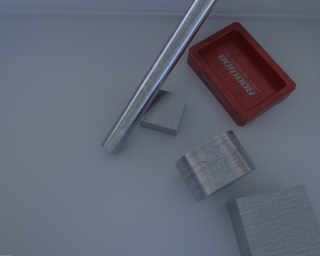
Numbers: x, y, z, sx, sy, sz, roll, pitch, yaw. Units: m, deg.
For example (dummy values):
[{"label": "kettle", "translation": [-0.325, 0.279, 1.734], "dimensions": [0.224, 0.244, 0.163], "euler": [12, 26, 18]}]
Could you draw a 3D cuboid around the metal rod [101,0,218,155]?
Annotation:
[{"label": "metal rod", "translation": [0.017, -0.096, 0.381], "dimensions": [0.025, 0.025, 0.299], "euler": [35, 98, 11]}]

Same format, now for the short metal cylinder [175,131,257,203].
[{"label": "short metal cylinder", "translation": [0.065, 0.046, 0.365], "dimensions": [0.080, 0.080, 0.050], "euler": [-27, 73, -10]}]

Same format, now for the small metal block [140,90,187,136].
[{"label": "small metal block", "translation": [0.005, -0.022, 0.418], "dimensions": [0.050, 0.025, 0.050], "euler": [16, 71, 5]}]

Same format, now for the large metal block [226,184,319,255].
[{"label": "large metal block", "translation": [0.131, 0.116, 0.356], "dimensions": [0.081, 0.050, 0.080], "euler": [-11, 71, -5]}]

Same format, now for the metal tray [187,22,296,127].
[{"label": "metal tray", "translation": [0.111, -0.078, 0.436], "dimensions": [0.090, 0.030, 0.130], "euler": [-32, 73, -11]}]
